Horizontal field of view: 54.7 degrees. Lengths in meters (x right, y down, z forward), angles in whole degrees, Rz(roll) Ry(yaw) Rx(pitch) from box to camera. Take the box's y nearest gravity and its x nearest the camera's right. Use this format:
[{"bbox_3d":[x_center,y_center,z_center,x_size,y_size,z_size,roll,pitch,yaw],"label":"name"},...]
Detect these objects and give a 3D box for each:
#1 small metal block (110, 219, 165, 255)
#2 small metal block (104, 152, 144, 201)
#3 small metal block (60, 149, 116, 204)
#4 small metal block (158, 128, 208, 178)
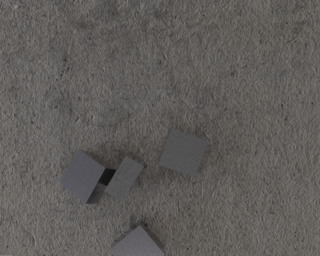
[{"bbox_3d":[-0.029,0.159,0.410,0.050,0.025,0.050,-40,90,0],"label":"small metal block"},{"bbox_3d":[-0.044,0.060,0.397,0.025,0.050,0.050,32,90,-2],"label":"small metal block"},{"bbox_3d":[-0.093,0.062,0.399,0.050,0.025,0.050,29,90,27],"label":"small metal block"},{"bbox_3d":[0.030,0.032,0.410,0.050,0.025,0.050,20,90,0],"label":"small metal block"}]
